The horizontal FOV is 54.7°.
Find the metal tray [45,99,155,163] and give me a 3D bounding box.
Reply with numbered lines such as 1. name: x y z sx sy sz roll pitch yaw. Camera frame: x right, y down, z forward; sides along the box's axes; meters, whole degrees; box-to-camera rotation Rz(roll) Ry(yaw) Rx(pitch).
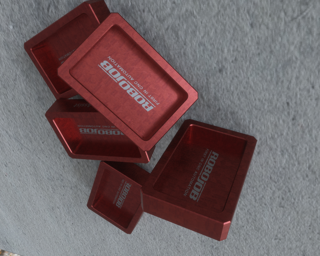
1. metal tray: -0.080 0.004 0.425 0.130 0.030 0.090 1 132 20

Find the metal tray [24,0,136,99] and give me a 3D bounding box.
1. metal tray: -0.105 -0.094 0.398 0.130 0.030 0.090 -16 110 34

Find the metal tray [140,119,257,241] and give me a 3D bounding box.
1. metal tray: 0.047 0.048 0.341 0.090 0.131 0.030 17 132 18

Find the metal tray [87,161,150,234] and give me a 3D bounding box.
1. metal tray: -0.062 0.107 0.496 0.090 0.030 0.129 31 131 7

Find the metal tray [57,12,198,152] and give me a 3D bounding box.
1. metal tray: -0.034 -0.048 0.344 0.130 0.030 0.090 43 87 -13
